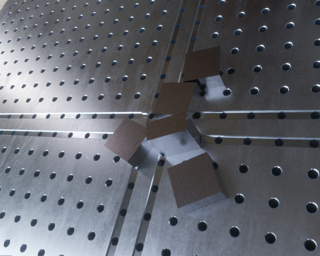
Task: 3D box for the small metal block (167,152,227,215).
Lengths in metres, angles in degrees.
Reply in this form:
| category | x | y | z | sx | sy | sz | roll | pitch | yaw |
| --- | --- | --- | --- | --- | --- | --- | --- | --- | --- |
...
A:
| category | x | y | z | sx | sy | sz | roll | pitch | yaw |
| --- | --- | --- | --- | --- | --- | --- | --- | --- | --- |
| small metal block | 0.041 | 0.062 | 0.349 | 0.050 | 0.025 | 0.050 | -25 | 53 | 13 |

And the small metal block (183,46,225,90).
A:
| category | x | y | z | sx | sy | sz | roll | pitch | yaw |
| --- | --- | --- | --- | --- | --- | --- | --- | --- | --- |
| small metal block | 0.061 | -0.081 | 0.426 | 0.050 | 0.025 | 0.050 | -7 | 59 | 24 |

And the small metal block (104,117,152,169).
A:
| category | x | y | z | sx | sy | sz | roll | pitch | yaw |
| --- | --- | --- | --- | --- | --- | --- | --- | --- | --- |
| small metal block | -0.039 | 0.019 | 0.418 | 0.050 | 0.025 | 0.050 | 29 | 77 | 37 |

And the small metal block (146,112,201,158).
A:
| category | x | y | z | sx | sy | sz | roll | pitch | yaw |
| --- | --- | --- | --- | --- | --- | --- | --- | --- | --- |
| small metal block | 0.017 | 0.010 | 0.378 | 0.050 | 0.050 | 0.025 | -16 | 55 | 19 |

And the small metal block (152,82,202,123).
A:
| category | x | y | z | sx | sy | sz | roll | pitch | yaw |
| --- | --- | --- | --- | --- | --- | --- | --- | --- | --- |
| small metal block | 0.024 | -0.034 | 0.417 | 0.050 | 0.025 | 0.050 | 5 | 64 | 30 |
